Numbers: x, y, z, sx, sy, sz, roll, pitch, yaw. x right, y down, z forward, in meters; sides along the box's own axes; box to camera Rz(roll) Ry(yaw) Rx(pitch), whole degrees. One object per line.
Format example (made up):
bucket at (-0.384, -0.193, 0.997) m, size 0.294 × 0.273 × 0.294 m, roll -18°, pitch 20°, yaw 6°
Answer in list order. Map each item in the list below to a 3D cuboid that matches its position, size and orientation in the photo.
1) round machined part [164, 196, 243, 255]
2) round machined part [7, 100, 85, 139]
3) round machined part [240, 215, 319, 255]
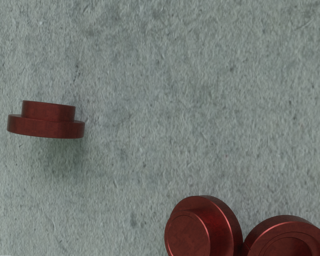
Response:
round machined part at (0.043, 0.130, 0.364) m, size 0.098 × 0.042 × 0.097 m, roll -9°, pitch 78°, yaw 44°
round machined part at (-0.153, -0.013, 0.423) m, size 0.098 × 0.098 × 0.042 m, roll 8°, pitch 93°, yaw 19°
round machined part at (0.136, 0.143, 0.340) m, size 0.099 × 0.042 × 0.097 m, roll 0°, pitch 94°, yaw -3°
